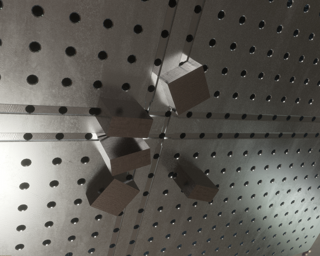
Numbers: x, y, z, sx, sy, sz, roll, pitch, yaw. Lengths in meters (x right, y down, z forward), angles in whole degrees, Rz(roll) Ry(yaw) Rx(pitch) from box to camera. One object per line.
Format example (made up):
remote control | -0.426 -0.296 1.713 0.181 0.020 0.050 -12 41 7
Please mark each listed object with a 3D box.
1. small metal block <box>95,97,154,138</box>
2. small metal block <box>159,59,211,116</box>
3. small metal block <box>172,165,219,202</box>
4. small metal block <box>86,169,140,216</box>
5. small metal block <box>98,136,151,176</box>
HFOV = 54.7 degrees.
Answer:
small metal block | -0.043 -0.012 0.365 0.050 0.050 0.025 4 116 -31
small metal block | 0.033 -0.052 0.398 0.050 0.025 0.050 -30 129 -10
small metal block | 0.055 0.086 0.480 0.050 0.050 0.025 19 108 -36
small metal block | -0.065 0.090 0.433 0.050 0.025 0.050 -49 129 6
small metal block | -0.045 0.029 0.390 0.050 0.050 0.025 -15 125 -20
